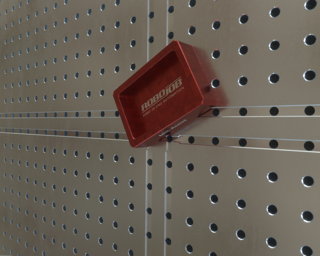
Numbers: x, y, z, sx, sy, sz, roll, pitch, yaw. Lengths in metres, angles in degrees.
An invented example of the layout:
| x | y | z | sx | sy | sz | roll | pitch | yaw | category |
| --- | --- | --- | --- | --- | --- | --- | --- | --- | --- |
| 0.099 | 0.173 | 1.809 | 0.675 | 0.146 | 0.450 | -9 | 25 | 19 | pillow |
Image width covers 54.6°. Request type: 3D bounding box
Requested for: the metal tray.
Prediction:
| x | y | z | sx | sy | sz | roll | pitch | yaw | category |
| --- | --- | --- | --- | --- | --- | --- | --- | --- | --- |
| 0.000 | -0.040 | 0.406 | 0.130 | 0.030 | 0.090 | -33 | 70 | 35 | metal tray |
